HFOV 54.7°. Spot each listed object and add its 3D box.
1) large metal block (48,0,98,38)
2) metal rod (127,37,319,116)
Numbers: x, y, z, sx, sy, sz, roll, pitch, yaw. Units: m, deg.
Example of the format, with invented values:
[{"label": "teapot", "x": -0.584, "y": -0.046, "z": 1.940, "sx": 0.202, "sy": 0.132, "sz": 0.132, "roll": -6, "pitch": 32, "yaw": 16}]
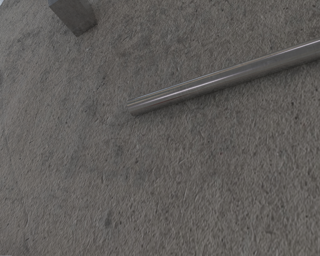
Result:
[{"label": "large metal block", "x": -0.173, "y": -0.240, "z": 0.607, "sx": 0.050, "sy": 0.080, "sz": 0.080, "roll": -30, "pitch": 52, "yaw": 9}, {"label": "metal rod", "x": 0.096, "y": -0.068, "z": 0.394, "sx": 0.301, "sy": 0.025, "sz": 0.025, "roll": -16, "pitch": 55, "yaw": 19}]
